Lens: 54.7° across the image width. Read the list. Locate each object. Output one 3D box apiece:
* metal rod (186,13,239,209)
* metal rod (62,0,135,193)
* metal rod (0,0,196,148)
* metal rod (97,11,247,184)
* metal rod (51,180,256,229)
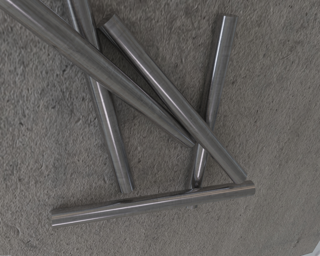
[{"bbox_3d":[0.066,-0.005,0.439,0.025,0.025,0.298,-8,122,-25],"label":"metal rod"},{"bbox_3d":[-0.066,-0.039,0.346,0.025,0.025,0.298,-21,127,-16],"label":"metal rod"},{"bbox_3d":[-0.039,-0.044,0.330,0.025,0.025,0.301,-47,138,5],"label":"metal rod"},{"bbox_3d":[0.033,-0.017,0.390,0.025,0.025,0.300,-43,122,1],"label":"metal rod"},{"bbox_3d":[0.003,0.107,0.451,0.302,0.025,0.025,-5,121,-18],"label":"metal rod"}]
